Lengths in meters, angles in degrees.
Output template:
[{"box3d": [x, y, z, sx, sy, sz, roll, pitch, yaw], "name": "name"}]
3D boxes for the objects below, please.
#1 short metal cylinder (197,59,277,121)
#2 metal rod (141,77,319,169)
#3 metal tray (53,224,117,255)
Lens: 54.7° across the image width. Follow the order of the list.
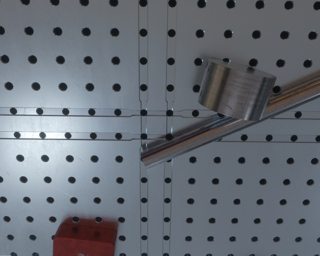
[{"box3d": [0.089, -0.047, 0.367, 0.080, 0.080, 0.050, 13, 110, -5], "name": "short metal cylinder"}, {"box3d": [0.116, -0.014, 0.409, 0.301, 0.025, 0.025, -23, 109, 8], "name": "metal rod"}, {"box3d": [-0.120, 0.218, 0.490, 0.091, 0.030, 0.129, 8, 110, -3], "name": "metal tray"}]
